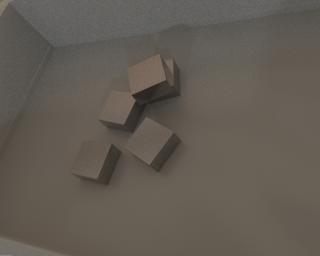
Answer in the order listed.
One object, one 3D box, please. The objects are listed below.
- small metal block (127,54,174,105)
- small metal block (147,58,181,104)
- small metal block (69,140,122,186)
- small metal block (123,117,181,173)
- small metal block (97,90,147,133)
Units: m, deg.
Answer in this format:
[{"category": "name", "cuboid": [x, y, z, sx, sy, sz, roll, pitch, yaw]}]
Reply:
[{"category": "small metal block", "cuboid": [-0.014, -0.066, 0.420, 0.050, 0.025, 0.050, -22, 54, 14]}, {"category": "small metal block", "cuboid": [0.001, -0.067, 0.445, 0.050, 0.025, 0.050, -13, 56, 20]}, {"category": "small metal block", "cuboid": [-0.088, 0.046, 0.422, 0.050, 0.025, 0.050, 6, 65, 30]}, {"category": "small metal block", "cuboid": [-0.010, 0.021, 0.397, 0.050, 0.025, 0.050, 29, 78, 37]}, {"category": "small metal block", "cuboid": [-0.054, -0.024, 0.448, 0.050, 0.025, 0.050, 11, 67, 32]}]
